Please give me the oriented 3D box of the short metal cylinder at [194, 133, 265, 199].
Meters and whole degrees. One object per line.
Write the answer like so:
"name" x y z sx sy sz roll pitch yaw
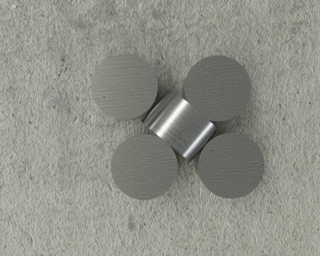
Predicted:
"short metal cylinder" 0.086 0.045 0.399 0.081 0.050 0.079 0 90 -1

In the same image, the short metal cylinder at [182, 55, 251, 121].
"short metal cylinder" 0.070 -0.048 0.398 0.081 0.050 0.079 0 90 -1

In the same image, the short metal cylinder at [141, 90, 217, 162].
"short metal cylinder" 0.023 -0.003 0.384 0.080 0.080 0.050 40 90 -1

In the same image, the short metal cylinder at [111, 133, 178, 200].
"short metal cylinder" -0.019 0.047 0.397 0.081 0.050 0.079 0 90 -1

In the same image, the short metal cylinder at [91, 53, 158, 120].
"short metal cylinder" -0.043 -0.050 0.397 0.081 0.050 0.079 0 90 -1
